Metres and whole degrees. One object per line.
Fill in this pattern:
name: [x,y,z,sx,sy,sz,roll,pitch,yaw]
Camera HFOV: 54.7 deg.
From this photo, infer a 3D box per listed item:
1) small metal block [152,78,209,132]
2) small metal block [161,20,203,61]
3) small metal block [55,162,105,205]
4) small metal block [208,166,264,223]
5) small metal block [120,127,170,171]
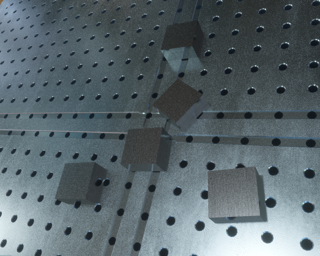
small metal block: [0.027,-0.031,0.412,0.050,0.025,0.050,-46,52,-5]
small metal block: [0.034,-0.132,0.471,0.050,0.025,0.050,-1,61,27]
small metal block: [-0.107,0.075,0.417,0.050,0.025,0.050,-5,59,25]
small metal block: [0.078,0.071,0.323,0.050,0.025,0.050,-10,58,22]
small metal block: [-0.018,0.028,0.399,0.050,0.025,0.050,-4,60,26]
